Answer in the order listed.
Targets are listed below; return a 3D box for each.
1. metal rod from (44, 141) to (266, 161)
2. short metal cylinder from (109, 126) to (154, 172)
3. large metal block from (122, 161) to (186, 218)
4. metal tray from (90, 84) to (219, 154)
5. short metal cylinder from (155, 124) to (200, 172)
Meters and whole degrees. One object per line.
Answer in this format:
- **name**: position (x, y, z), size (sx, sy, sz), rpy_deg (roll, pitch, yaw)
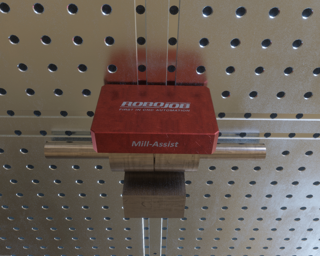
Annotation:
- **metal rod**: position (-0.006, 0.032, 0.434), size (0.302, 0.025, 0.025), rpy_deg (1, 130, -1)
- **short metal cylinder**: position (-0.033, 0.014, 0.384), size (0.050, 0.080, 0.079), rpy_deg (0, 130, -1)
- **large metal block**: position (-0.008, 0.078, 0.437), size (0.081, 0.080, 0.050), rpy_deg (1, 130, -1)
- **metal tray**: position (-0.005, -0.012, 0.353), size (0.131, 0.090, 0.030), rpy_deg (1, 130, -1)
- **short metal cylinder**: position (0.020, 0.014, 0.384), size (0.050, 0.080, 0.079), rpy_deg (1, 130, -1)
